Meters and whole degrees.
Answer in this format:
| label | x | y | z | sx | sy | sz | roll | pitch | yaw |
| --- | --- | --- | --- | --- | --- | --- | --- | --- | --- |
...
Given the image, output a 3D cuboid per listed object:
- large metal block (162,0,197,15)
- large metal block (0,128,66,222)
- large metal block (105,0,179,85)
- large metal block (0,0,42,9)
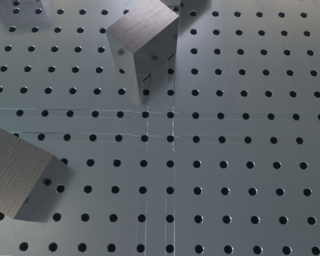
| label | x | y | z | sx | sy | sz | roll | pitch | yaw |
| --- | --- | --- | --- | --- | --- | --- | --- | --- | --- |
| large metal block | 0.030 | -0.240 | 0.486 | 0.080 | 0.050 | 0.080 | 42 | 75 | 14 |
| large metal block | -0.177 | 0.057 | 0.377 | 0.080 | 0.050 | 0.080 | 25 | 72 | 9 |
| large metal block | -0.022 | -0.118 | 0.426 | 0.080 | 0.080 | 0.050 | -43 | 76 | -14 |
| large metal block | -0.235 | -0.239 | 0.485 | 0.080 | 0.050 | 0.080 | -8 | 70 | -3 |
